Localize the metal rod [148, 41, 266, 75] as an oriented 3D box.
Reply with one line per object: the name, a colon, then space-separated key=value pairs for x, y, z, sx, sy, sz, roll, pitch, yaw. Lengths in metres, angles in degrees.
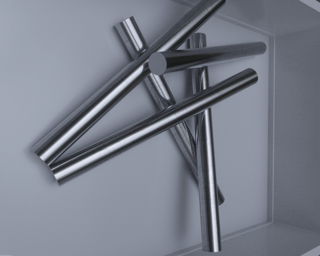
metal rod: x=0.089 y=-0.107 z=0.448 sx=0.302 sy=0.025 sz=0.025 roll=-22 pitch=105 yaw=-49

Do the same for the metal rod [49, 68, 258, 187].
metal rod: x=0.012 y=-0.013 z=0.383 sx=0.302 sy=0.025 sz=0.025 roll=-27 pitch=108 yaw=-26

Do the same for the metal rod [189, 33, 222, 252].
metal rod: x=0.062 y=0.012 z=0.430 sx=0.025 sy=0.025 sz=0.298 roll=6 pitch=77 yaw=-40

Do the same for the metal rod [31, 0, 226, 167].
metal rod: x=-0.021 y=-0.071 z=0.361 sx=0.301 sy=0.025 sz=0.025 roll=-46 pitch=118 yaw=-20

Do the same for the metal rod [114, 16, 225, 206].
metal rod: x=0.023 y=-0.008 z=0.427 sx=0.025 sy=0.025 sz=0.299 roll=-43 pitch=116 yaw=-32
